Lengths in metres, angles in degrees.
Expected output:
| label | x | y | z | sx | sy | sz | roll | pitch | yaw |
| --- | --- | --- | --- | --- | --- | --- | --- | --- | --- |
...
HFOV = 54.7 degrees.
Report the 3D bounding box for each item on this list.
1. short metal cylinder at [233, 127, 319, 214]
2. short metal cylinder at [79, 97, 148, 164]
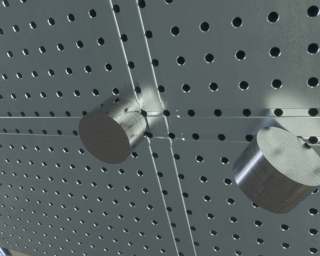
| label | x | y | z | sx | sy | sz | roll | pitch | yaw |
| --- | --- | --- | --- | --- | --- | --- | --- | --- | --- |
| short metal cylinder | 0.128 | 0.044 | 0.336 | 0.080 | 0.080 | 0.050 | 32 | 129 | 7 |
| short metal cylinder | -0.065 | 0.003 | 0.431 | 0.080 | 0.050 | 0.079 | 13 | 124 | 21 |
